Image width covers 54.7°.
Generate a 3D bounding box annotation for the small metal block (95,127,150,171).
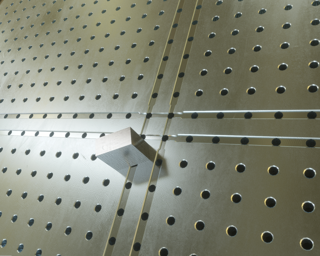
[{"bbox_3d":[-0.047,0.028,0.398,0.050,0.050,0.025,-19,55,16],"label":"small metal block"}]
